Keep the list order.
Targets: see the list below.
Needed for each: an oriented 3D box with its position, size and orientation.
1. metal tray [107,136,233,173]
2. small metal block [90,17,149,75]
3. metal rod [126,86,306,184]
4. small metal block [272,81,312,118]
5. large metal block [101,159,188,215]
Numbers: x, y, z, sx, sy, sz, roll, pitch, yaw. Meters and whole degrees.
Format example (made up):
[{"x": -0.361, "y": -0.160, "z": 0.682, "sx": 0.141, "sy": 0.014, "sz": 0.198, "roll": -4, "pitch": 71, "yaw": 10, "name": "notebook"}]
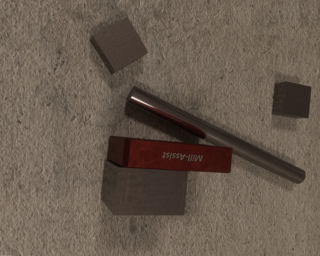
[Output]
[{"x": 0.010, "y": 0.031, "z": 0.379, "sx": 0.131, "sy": 0.090, "sz": 0.030, "roll": 6, "pitch": 88, "yaw": -20, "name": "metal tray"}, {"x": -0.052, "y": -0.103, "z": 0.391, "sx": 0.050, "sy": 0.025, "sz": 0.050, "roll": -35, "pitch": 102, "yaw": -17, "name": "small metal block"}, {"x": 0.092, "y": 0.017, "z": 0.444, "sx": 0.302, "sy": 0.025, "sz": 0.025, "roll": 25, "pitch": 82, "yaw": -19, "name": "metal rod"}, {"x": 0.207, "y": -0.043, "z": 0.488, "sx": 0.050, "sy": 0.025, "sz": 0.050, "roll": 7, "pitch": 88, "yaw": -20, "name": "small metal block"}, {"x": -0.022, "y": 0.069, "z": 0.373, "sx": 0.081, "sy": 0.080, "sz": 0.050, "roll": 6, "pitch": 88, "yaw": -20, "name": "large metal block"}]
